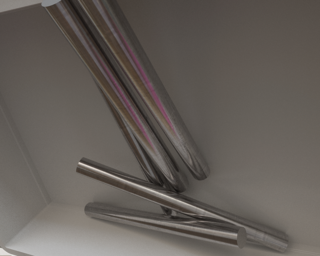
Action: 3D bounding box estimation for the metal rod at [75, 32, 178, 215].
[{"bbox_3d":[-0.042,0.001,0.430,0.025,0.025,0.299,-13,112,33],"label":"metal rod"}]

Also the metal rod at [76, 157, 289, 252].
[{"bbox_3d":[0.026,0.104,0.432,0.301,0.025,0.025,20,126,6],"label":"metal rod"}]

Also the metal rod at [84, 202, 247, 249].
[{"bbox_3d":[-0.015,0.140,0.468,0.300,0.025,0.025,-4,117,41],"label":"metal rod"}]

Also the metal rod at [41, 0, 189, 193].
[{"bbox_3d":[-0.024,-0.008,0.338,0.025,0.025,0.299,1,143,27],"label":"metal rod"}]

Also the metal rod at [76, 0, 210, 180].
[{"bbox_3d":[-0.001,-0.026,0.309,0.025,0.025,0.300,0,145,28],"label":"metal rod"}]
